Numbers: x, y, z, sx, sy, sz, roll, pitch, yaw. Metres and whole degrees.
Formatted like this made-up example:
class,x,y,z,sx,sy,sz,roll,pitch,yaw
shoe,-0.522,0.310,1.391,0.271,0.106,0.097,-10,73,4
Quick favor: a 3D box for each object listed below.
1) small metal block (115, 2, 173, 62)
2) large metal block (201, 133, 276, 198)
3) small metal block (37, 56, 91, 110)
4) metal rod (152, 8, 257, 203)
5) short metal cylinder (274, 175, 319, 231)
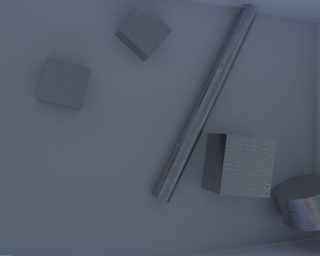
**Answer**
class,x,y,z,sx,sy,sz,roll,pitch,yaw
small metal block,-0.021,-0.124,0.403,0.050,0.025,0.050,42,77,-16
large metal block,0.111,0.052,0.440,0.081,0.050,0.080,8,87,-20
small metal block,-0.114,-0.052,0.369,0.050,0.025,0.050,14,85,-20
metal rod,0.066,-0.038,0.436,0.025,0.025,0.299,30,80,-18
short metal cylinder,0.219,0.110,0.465,0.081,0.080,0.050,-22,98,-19
